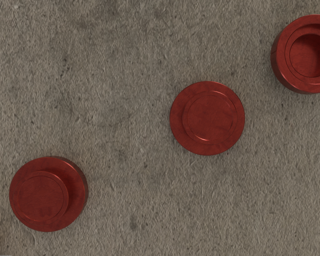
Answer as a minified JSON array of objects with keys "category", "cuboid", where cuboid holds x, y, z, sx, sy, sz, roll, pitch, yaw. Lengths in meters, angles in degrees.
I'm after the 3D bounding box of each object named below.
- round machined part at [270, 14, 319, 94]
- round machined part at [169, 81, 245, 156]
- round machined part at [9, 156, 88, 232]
[{"category":"round machined part","cuboid":[0.192,-0.092,0.403,0.099,0.042,0.097,0,90,0]},{"category":"round machined part","cuboid":[0.062,-0.013,0.402,0.099,0.042,0.097,0,90,0]},{"category":"round machined part","cuboid":[-0.146,0.086,0.400,0.099,0.042,0.097,0,90,0]}]
